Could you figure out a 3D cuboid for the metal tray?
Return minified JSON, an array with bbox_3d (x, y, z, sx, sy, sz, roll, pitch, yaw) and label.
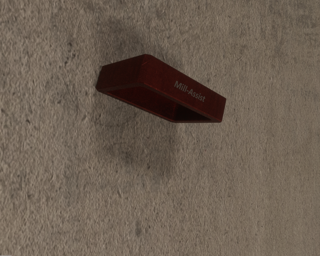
[{"bbox_3d":[0.004,-0.039,0.367,0.131,0.090,0.030,22,77,-38],"label":"metal tray"}]
